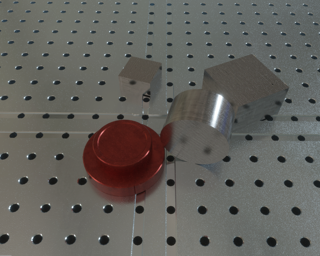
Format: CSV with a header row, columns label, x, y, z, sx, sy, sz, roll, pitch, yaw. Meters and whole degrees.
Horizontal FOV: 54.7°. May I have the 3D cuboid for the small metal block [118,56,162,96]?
label,x,y,z,sx,sy,sz,roll,pitch,yaw
small metal block,-0.029,-0.080,0.475,0.050,0.025,0.050,15,52,12

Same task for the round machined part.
label,x,y,z,sx,sy,sz,roll,pitch,yaw
round machined part,-0.043,0.028,0.372,0.099,0.042,0.098,0,50,0

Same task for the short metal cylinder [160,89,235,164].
label,x,y,z,sx,sy,sz,roll,pitch,yaw
short metal cylinder,0.046,0.000,0.372,0.080,0.080,0.050,12,51,10

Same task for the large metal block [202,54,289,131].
label,x,y,z,sx,sy,sz,roll,pitch,yaw
large metal block,0.115,-0.051,0.435,0.081,0.050,0.080,-20,53,-17
